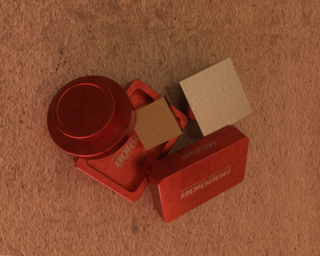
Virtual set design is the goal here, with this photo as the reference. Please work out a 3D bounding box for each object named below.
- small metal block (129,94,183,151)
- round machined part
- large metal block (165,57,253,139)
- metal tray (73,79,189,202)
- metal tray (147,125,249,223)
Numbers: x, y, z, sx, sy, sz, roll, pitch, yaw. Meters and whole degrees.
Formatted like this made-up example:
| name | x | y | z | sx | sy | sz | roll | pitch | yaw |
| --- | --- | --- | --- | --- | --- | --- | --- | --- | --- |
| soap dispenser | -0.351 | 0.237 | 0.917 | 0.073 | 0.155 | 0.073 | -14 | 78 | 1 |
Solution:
| name | x | y | z | sx | sy | sz | roll | pitch | yaw |
| --- | --- | --- | --- | --- | --- | --- | --- | --- | --- |
| small metal block | -0.006 | -0.007 | 0.384 | 0.050 | 0.025 | 0.050 | -26 | 102 | 10 |
| round machined part | -0.080 | -0.016 | 0.349 | 0.099 | 0.042 | 0.098 | -1 | 73 | 5 |
| large metal block | 0.066 | -0.039 | 0.421 | 0.080 | 0.050 | 0.080 | -28 | 100 | -18 |
| metal tray | -0.035 | 0.015 | 0.394 | 0.090 | 0.030 | 0.130 | 37 | 78 | -17 |
| metal tray | 0.052 | 0.060 | 0.402 | 0.131 | 0.030 | 0.089 | -24 | 134 | -18 |
